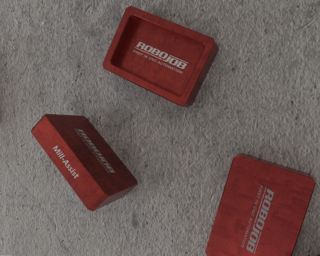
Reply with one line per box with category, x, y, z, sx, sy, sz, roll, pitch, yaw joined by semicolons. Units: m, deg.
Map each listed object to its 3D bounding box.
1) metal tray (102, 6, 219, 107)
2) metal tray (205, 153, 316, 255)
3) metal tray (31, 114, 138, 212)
metal tray;-0.001;-0.093;0.406;0.130;0.030;0.090;28;99;17
metal tray;0.116;0.104;0.365;0.090;0.030;0.129;17;96;19
metal tray;-0.096;0.039;0.408;0.030;0.090;0.130;-44;76;15
